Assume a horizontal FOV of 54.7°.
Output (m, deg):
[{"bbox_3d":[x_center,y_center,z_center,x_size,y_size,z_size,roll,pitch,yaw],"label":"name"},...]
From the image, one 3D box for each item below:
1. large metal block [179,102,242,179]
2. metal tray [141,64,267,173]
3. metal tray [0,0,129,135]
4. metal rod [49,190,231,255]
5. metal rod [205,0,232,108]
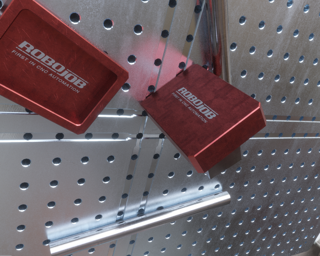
[{"bbox_3d":[0.059,0.006,0.407,0.050,0.080,0.080,-31,137,-9],"label":"large metal block"},{"bbox_3d":[0.044,-0.018,0.358,0.090,0.130,0.030,-37,130,-4],"label":"metal tray"},{"bbox_3d":[-0.108,-0.059,0.312,0.130,0.030,0.090,34,99,-39],"label":"metal tray"},{"bbox_3d":[-0.017,0.149,0.495,0.303,0.025,0.025,-10,123,-24],"label":"metal rod"},{"bbox_3d":[0.083,-0.071,0.414,0.025,0.025,0.298,-24,128,-14],"label":"metal rod"}]
